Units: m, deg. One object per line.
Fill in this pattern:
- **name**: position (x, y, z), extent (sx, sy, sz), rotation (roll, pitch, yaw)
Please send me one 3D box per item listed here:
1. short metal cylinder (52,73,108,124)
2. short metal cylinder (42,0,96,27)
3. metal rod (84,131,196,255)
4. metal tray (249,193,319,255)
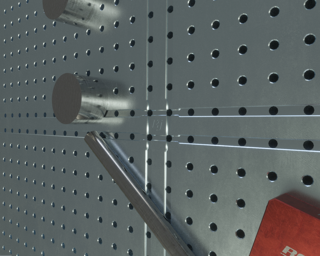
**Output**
- **short metal cylinder**: position (-0.130, -0.046, 0.501), extent (0.080, 0.050, 0.080), rotation (0, 90, 40)
- **short metal cylinder**: position (-0.153, -0.216, 0.519), extent (0.080, 0.050, 0.080), rotation (0, 90, 40)
- **metal rod**: position (-0.021, 0.108, 0.426), extent (0.300, 0.025, 0.025), rotation (46, 118, 30)
- **metal tray**: position (0.152, 0.129, 0.280), extent (0.130, 0.030, 0.089), rotation (24, 105, 37)
